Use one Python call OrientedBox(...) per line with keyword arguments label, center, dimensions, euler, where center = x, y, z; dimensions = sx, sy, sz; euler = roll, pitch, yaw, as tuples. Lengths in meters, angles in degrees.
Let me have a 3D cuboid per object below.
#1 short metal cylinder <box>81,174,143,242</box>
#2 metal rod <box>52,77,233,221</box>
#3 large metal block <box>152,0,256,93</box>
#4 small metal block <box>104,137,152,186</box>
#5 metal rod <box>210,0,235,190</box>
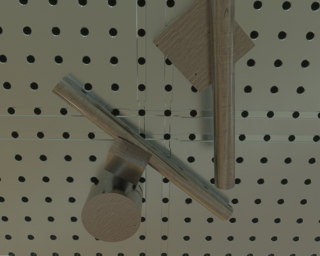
OrientedBox(label="short metal cylinder", center=(-0.066, 0.113, 0.441), dimensions=(0.081, 0.050, 0.079), euler=(0, 110, -1))
OrientedBox(label="metal rod", center=(-0.014, 0.036, 0.426), dimensions=(0.301, 0.025, 0.025), euler=(39, 105, -14))
OrientedBox(label="large metal block", center=(0.049, -0.101, 0.363), dimensions=(0.080, 0.050, 0.080), euler=(-41, 105, 13))
OrientedBox(label="small metal block", center=(-0.043, 0.045, 0.412), dimensions=(0.050, 0.025, 0.050), euler=(27, 142, 2))
OrientedBox(label="metal rod", center=(0.068, -0.068, 0.335), dimensions=(0.025, 0.025, 0.298), euler=(-5, 110, 1))
